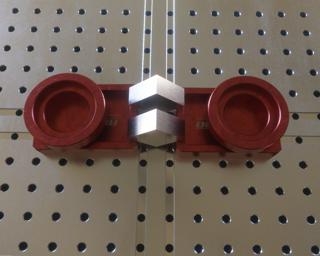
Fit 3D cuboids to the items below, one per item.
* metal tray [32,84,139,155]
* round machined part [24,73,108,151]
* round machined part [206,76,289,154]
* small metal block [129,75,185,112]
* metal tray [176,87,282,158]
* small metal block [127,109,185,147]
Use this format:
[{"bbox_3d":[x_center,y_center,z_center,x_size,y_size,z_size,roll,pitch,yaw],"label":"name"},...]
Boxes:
[{"bbox_3d":[-0.095,-0.012,0.414,0.131,0.030,0.090,-1,72,-1],"label":"metal tray"},{"bbox_3d":[-0.116,-0.017,0.395,0.099,0.042,0.098,0,70,0],"label":"round machined part"},{"bbox_3d":[0.108,-0.014,0.395,0.099,0.042,0.098,0,70,0],"label":"round machined part"},{"bbox_3d":[-0.004,-0.040,0.398,0.050,0.050,0.025,-18,63,41],"label":"small metal block"},{"bbox_3d":[0.087,-0.007,0.412,0.131,0.030,0.090,1,70,0],"label":"metal tray"},{"bbox_3d":[-0.005,0.001,0.382,0.050,0.050,0.025,-18,63,41],"label":"small metal block"}]
